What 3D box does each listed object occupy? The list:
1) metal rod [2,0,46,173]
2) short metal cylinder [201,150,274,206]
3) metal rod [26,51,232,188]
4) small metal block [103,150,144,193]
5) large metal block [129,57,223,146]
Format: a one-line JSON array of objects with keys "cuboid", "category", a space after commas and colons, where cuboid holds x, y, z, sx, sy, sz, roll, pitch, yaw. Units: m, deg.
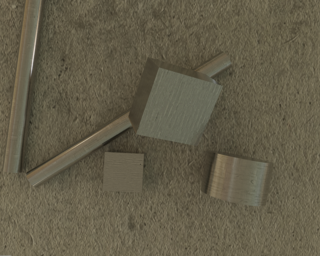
[{"cuboid": [-0.174, -0.091, 0.407, 0.025, 0.025, 0.298, 8, 90, -1], "category": "metal rod"}, {"cuboid": [0.095, 0.060, 0.384, 0.080, 0.080, 0.050, 10, 90, -1], "category": "short metal cylinder"}, {"cuboid": [-0.040, -0.012, 0.409, 0.301, 0.025, 0.025, -32, 90, -1], "category": "metal rod"}, {"cuboid": [-0.047, 0.057, 0.409, 0.050, 0.025, 0.050, 3, 90, -1], "category": "small metal block"}, {"cuboid": [0.016, -0.031, 0.373, 0.081, 0.050, 0.079, 12, 111, -22], "category": "large metal block"}]
